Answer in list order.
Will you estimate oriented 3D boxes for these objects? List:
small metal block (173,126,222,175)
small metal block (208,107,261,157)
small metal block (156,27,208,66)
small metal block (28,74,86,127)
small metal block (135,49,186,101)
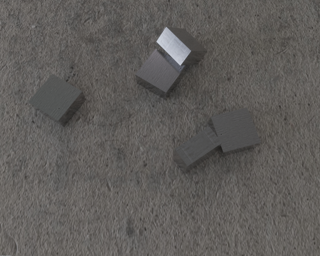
[{"bbox_3d":[0.045,0.029,0.384,0.050,0.050,0.025,-32,73,-11],"label":"small metal block"},{"bbox_3d":[0.096,0.006,0.406,0.050,0.025,0.050,-14,71,-5],"label":"small metal block"},{"bbox_3d":[0.032,-0.115,0.435,0.050,0.025,0.050,48,33,15],"label":"small metal block"},{"bbox_3d":[-0.138,-0.037,0.421,0.050,0.025,0.050,31,73,10],"label":"small metal block"},{"bbox_3d":[0.001,-0.075,0.435,0.050,0.025,0.050,32,73,11],"label":"small metal block"}]
